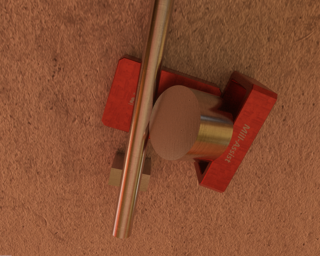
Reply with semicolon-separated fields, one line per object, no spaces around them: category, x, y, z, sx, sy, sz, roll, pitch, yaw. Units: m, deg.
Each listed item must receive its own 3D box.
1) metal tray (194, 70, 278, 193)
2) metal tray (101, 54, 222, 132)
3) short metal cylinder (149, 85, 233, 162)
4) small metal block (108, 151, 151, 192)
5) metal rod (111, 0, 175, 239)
metal tray;0.084;0.002;0.378;0.030;0.090;0.129;22;109;-8
metal tray;0.001;-0.031;0.396;0.131;0.030;0.089;17;109;-7
short metal cylinder;0.033;-0.003;0.342;0.050;0.080;0.079;9;114;-39
small metal block;-0.040;0.058;0.418;0.050;0.050;0.025;12;110;-5
metal rod;-0.021;-0.010;0.365;0.025;0.025;0.298;10;101;-4
